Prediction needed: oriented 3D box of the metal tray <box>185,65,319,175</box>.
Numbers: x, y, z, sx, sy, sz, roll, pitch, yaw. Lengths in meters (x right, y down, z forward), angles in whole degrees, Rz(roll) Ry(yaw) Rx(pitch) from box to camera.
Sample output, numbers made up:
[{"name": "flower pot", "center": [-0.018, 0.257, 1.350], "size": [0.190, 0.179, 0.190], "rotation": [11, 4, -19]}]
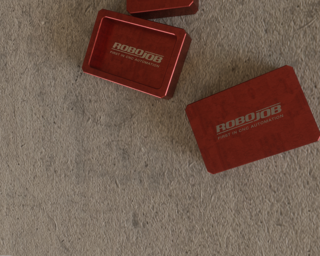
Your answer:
[{"name": "metal tray", "center": [0.106, -0.007, 0.369], "size": [0.130, 0.030, 0.090], "rotation": [-21, 83, 18]}]

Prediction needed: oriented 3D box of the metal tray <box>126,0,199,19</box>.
[{"name": "metal tray", "center": [0.004, -0.214, 0.405], "size": [0.090, 0.030, 0.129], "rotation": [1, 90, 19]}]

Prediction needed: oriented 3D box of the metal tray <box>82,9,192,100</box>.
[{"name": "metal tray", "center": [-0.033, -0.100, 0.417], "size": [0.130, 0.030, 0.089], "rotation": [20, 97, 18]}]
